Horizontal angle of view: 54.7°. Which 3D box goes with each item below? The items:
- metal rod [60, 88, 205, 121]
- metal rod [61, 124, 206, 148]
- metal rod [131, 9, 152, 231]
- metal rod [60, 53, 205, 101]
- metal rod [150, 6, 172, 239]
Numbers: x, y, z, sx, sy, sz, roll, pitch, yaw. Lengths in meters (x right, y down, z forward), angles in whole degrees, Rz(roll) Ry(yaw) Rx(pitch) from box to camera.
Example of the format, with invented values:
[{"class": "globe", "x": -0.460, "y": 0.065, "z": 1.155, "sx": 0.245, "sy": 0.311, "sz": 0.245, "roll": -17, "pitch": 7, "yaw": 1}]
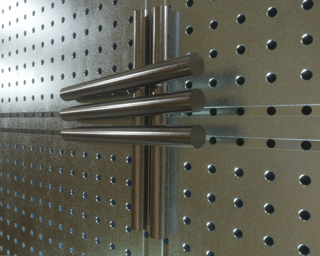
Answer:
[{"class": "metal rod", "x": -0.062, "y": -0.026, "z": 0.431, "sx": 0.300, "sy": 0.025, "sz": 0.025, "roll": -1, "pitch": 89, "yaw": 48}, {"class": "metal rod", "x": -0.061, "y": 0.009, "z": 0.430, "sx": 0.300, "sy": 0.025, "sz": 0.025, "roll": 0, "pitch": 90, "yaw": 48}, {"class": "metal rod", "x": -0.026, "y": -0.010, "z": 0.429, "sx": 0.025, "sy": 0.025, "sz": 0.298, "roll": 1, "pitch": 91, "yaw": 39}, {"class": "metal rod", "x": -0.063, "y": -0.063, "z": 0.432, "sx": 0.300, "sy": 0.025, "sz": 0.025, "roll": -2, "pitch": 89, "yaw": 47}, {"class": "metal rod", "x": 0.001, "y": -0.007, "z": 0.407, "sx": 0.025, "sy": 0.025, "sz": 0.298, "roll": 1, "pitch": 91, "yaw": 39}]
